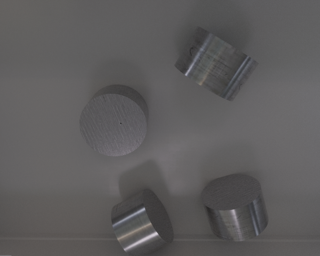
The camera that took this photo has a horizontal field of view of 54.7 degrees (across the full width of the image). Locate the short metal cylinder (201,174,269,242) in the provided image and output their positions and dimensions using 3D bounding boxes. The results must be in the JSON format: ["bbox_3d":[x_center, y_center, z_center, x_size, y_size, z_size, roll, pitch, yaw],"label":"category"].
[{"bbox_3d":[0.101,0.106,0.422,0.080,0.080,0.050,-17,109,6],"label":"short metal cylinder"}]

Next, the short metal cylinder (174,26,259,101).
[{"bbox_3d":[0.064,-0.073,0.355,0.080,0.080,0.050,29,108,-10],"label":"short metal cylinder"}]

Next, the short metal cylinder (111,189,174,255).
[{"bbox_3d":[-0.023,0.132,0.430,0.050,0.080,0.080,-31,107,11],"label":"short metal cylinder"}]

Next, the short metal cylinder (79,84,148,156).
[{"bbox_3d":[-0.056,-0.011,0.393,0.081,0.050,0.079,0,110,0],"label":"short metal cylinder"}]
